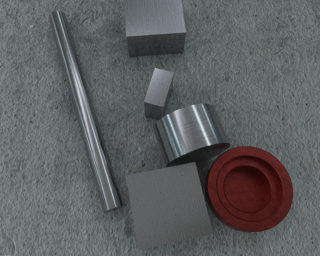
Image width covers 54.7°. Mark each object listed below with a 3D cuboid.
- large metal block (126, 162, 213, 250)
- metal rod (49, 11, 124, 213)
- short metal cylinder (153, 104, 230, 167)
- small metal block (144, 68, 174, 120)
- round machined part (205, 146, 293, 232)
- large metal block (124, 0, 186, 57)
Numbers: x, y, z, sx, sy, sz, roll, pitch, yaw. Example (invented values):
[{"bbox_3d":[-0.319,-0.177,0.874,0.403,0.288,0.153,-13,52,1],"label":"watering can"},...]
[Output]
[{"bbox_3d":[0.009,0.091,0.362,0.081,0.050,0.080,-11,71,-4],"label":"large metal block"},{"bbox_3d":[-0.105,-0.035,0.419,0.025,0.025,0.299,-18,71,-7],"label":"metal rod"},{"bbox_3d":[0.038,0.012,0.375,0.081,0.080,0.050,-17,71,-6],"label":"short metal cylinder"},{"bbox_3d":[-0.001,-0.043,0.411,0.025,0.050,0.050,15,71,5],"label":"small metal block"},{"bbox_3d":[0.103,0.074,0.373,0.099,0.042,0.098,0,70,-1],"label":"round machined part"},{"bbox_3d":[-0.009,-0.154,0.451,0.081,0.050,0.080,-5,70,-2],"label":"large metal block"}]
